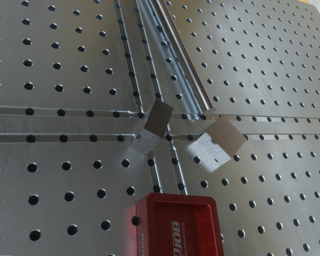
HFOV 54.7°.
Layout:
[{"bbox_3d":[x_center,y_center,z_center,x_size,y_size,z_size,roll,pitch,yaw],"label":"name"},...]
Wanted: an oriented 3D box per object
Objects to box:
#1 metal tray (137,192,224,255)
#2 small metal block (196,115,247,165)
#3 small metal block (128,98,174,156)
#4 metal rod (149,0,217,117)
[{"bbox_3d":[0.024,0.139,0.334,0.091,0.030,0.130,10,58,-24],"label":"metal tray"},{"bbox_3d":[0.090,0.017,0.448,0.050,0.025,0.050,46,51,4],"label":"small metal block"},{"bbox_3d":[-0.011,-0.001,0.388,0.025,0.050,0.050,29,52,-11],"label":"small metal block"},{"bbox_3d":[0.022,-0.154,0.515,0.025,0.025,0.299,-8,66,-32],"label":"metal rod"}]
